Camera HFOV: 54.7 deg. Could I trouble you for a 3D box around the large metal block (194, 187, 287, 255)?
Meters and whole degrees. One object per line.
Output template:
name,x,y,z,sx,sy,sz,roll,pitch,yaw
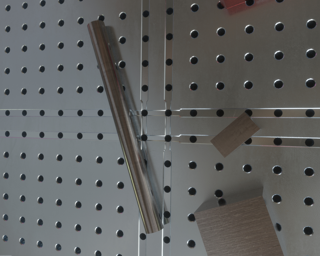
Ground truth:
large metal block,0.096,0.123,0.365,0.080,0.050,0.080,-20,84,18

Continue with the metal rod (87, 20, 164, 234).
metal rod,-0.050,-0.006,0.428,0.025,0.025,0.298,-19,84,19

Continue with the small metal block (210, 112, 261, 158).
small metal block,0.091,0.008,0.367,0.050,0.050,0.025,-42,77,15

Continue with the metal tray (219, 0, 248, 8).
metal tray,0.125,-0.210,0.366,0.130,0.030,0.090,-15,85,19
